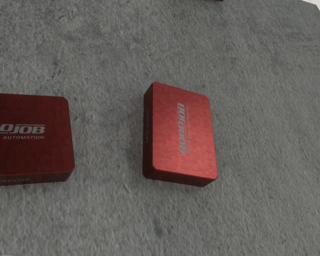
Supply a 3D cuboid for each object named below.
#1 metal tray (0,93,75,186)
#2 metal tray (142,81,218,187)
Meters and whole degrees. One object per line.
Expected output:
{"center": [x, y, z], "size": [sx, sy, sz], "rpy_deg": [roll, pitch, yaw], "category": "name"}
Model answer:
{"center": [-0.158, 0.010, 0.310], "size": [0.131, 0.030, 0.090], "rpy_deg": [1, 61, -28], "category": "metal tray"}
{"center": [0.025, 0.007, 0.411], "size": [0.091, 0.030, 0.130], "rpy_deg": [13, 56, -22], "category": "metal tray"}
